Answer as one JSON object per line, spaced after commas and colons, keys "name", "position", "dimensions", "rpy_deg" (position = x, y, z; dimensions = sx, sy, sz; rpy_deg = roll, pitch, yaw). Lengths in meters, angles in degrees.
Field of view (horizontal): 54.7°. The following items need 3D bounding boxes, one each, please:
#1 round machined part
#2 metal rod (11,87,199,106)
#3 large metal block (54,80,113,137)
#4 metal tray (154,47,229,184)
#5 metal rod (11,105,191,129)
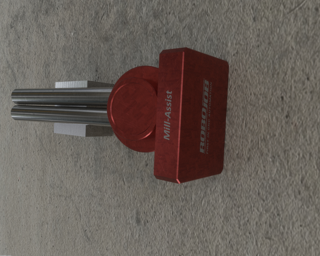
{"name": "round machined part", "position": [-0.020, -0.021, 0.346], "dimensions": [0.098, 0.042, 0.097], "rpy_deg": [1, 93, 29]}
{"name": "metal rod", "position": [-0.088, -0.042, 0.418], "dimensions": [0.301, 0.025, 0.025], "rpy_deg": [3, 92, 27]}
{"name": "large metal block", "position": [-0.118, -0.030, 0.480], "dimensions": [0.080, 0.050, 0.079], "rpy_deg": [4, 93, 39]}
{"name": "metal tray", "position": [0.036, -0.012, 0.332], "dimensions": [0.030, 0.091, 0.129], "rpy_deg": [5, 93, 40]}
{"name": "metal rod", "position": [-0.089, -0.016, 0.419], "dimensions": [0.301, 0.025, 0.025], "rpy_deg": [4, 92, 27]}
